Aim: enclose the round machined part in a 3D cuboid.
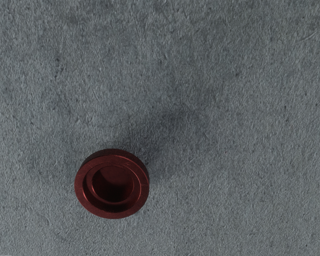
[{"bbox_3d":[-0.063,0.072,0.427,0.099,0.042,0.097,0,110,0],"label":"round machined part"}]
